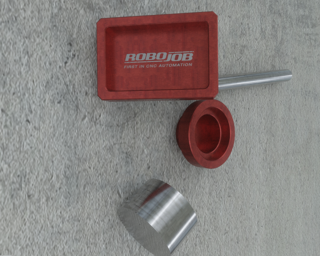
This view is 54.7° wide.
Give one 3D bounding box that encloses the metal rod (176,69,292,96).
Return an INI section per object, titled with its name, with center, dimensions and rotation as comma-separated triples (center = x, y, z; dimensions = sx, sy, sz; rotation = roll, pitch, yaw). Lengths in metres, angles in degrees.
[metal rod]
center = 0.138, -0.080, 0.523
dimensions = 0.302, 0.025, 0.025
rotation = -13, 98, -40

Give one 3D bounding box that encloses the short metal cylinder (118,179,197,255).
[short metal cylinder]
center = -0.003, 0.107, 0.368
dimensions = 0.050, 0.080, 0.080
rotation = -42, 116, -32

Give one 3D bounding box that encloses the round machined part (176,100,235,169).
[round machined part]
center = 0.062, 0.008, 0.448
dimensions = 0.099, 0.042, 0.097
rotation = 0, 90, -40

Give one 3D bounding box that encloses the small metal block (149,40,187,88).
[small metal block]
center = 0.010, -0.079, 0.385
dimensions = 0.050, 0.050, 0.025
rotation = 24, 69, 8

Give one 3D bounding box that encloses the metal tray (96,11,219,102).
[metal tray]
center = -0.002, -0.076, 0.343
dimensions = 0.030, 0.131, 0.089
rotation = -6, 95, -81
